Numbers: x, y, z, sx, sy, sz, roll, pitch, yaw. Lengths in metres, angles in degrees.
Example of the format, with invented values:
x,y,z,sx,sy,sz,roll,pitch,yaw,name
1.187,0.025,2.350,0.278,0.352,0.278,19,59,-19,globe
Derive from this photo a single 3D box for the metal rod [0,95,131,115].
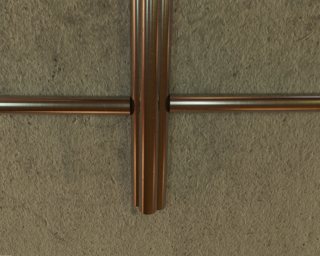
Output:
x,y,z,sx,sy,sz,roll,pitch,yaw,name
-0.189,-0.030,0.397,0.302,0.025,0.025,0,110,-1,metal rod

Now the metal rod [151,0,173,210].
x,y,z,sx,sy,sz,roll,pitch,yaw,name
0.000,-0.026,0.402,0.025,0.025,0.298,1,110,-1,metal rod

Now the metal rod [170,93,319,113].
x,y,z,sx,sy,sz,roll,pitch,yaw,name
0.164,-0.033,0.401,0.302,0.025,0.025,0,110,-1,metal rod

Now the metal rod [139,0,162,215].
x,y,z,sx,sy,sz,roll,pitch,yaw,name
-0.013,-0.026,0.380,0.025,0.025,0.298,1,110,-1,metal rod

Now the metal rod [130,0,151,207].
x,y,z,sx,sy,sz,roll,pitch,yaw,name
-0.025,-0.032,0.400,0.025,0.025,0.298,1,110,-1,metal rod
